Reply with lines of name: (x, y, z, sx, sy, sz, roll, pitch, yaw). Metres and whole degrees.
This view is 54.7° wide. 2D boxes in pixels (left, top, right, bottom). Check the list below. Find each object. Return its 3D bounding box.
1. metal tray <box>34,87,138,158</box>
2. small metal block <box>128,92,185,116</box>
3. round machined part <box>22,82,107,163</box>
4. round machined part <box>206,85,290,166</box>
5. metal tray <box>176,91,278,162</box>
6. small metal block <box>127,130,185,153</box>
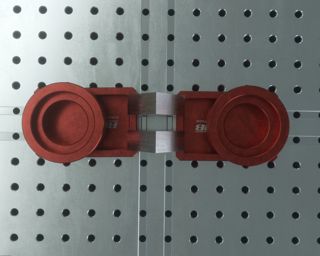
metal tray: (-0.095, -0.007, 0.411, 0.131, 0.030, 0.089, -1, 92, 0)
small metal block: (-0.005, -0.029, 0.386, 0.050, 0.050, 0.025, 1, 90, 44)
round machined part: (-0.116, -0.006, 0.391, 0.099, 0.042, 0.097, 0, 90, 0)
round machined part: (0.107, -0.003, 0.393, 0.099, 0.042, 0.097, 0, 90, 0)
metal tray: (0.086, -0.002, 0.412, 0.131, 0.030, 0.089, 1, 90, 0)
small metal block: (-0.005, 0.016, 0.386, 0.050, 0.050, 0.025, 1, 90, 44)
